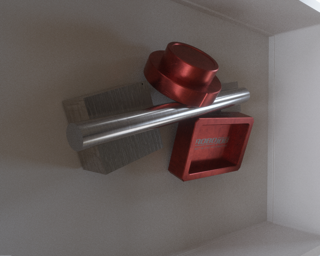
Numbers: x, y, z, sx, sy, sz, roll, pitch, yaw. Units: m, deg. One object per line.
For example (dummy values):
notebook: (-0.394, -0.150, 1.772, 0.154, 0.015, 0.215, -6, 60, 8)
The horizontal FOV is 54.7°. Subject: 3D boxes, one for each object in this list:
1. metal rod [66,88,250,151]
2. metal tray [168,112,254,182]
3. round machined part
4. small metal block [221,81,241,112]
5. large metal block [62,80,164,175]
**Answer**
metal rod: (0.028, -0.022, 0.372, 0.302, 0.025, 0.025, -16, 101, -46)
metal tray: (0.077, 0.023, 0.450, 0.131, 0.030, 0.089, -2, 111, -41)
round machined part: (0.033, -0.072, 0.384, 0.099, 0.098, 0.042, -6, 135, -40)
small metal block: (0.101, -0.046, 0.491, 0.050, 0.025, 0.050, -15, 100, -39)
large metal block: (-0.051, -0.003, 0.346, 0.081, 0.050, 0.079, -23, 105, -38)
